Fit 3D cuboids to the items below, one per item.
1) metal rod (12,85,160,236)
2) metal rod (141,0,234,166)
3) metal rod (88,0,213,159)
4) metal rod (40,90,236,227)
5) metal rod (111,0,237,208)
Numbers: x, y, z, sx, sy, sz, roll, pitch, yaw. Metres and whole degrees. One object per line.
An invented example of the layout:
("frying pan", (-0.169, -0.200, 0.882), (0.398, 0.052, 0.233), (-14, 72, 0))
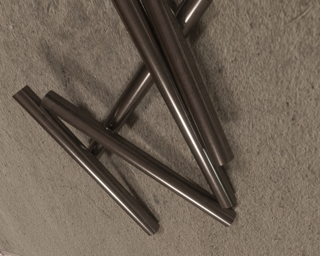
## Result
("metal rod", (-0.098, 0.060, 0.463), (0.025, 0.025, 0.300), (-23, 116, 36))
("metal rod", (0.009, -0.094, 0.308), (0.025, 0.025, 0.299), (-15, 109, 34))
("metal rod", (-0.034, -0.043, 0.396), (0.025, 0.025, 0.298), (40, 129, 0))
("metal rod", (-0.026, 0.044, 0.422), (0.301, 0.025, 0.025), (34, 129, -4))
("metal rod", (0.025, -0.019, 0.357), (0.025, 0.025, 0.299), (-12, 120, 33))
